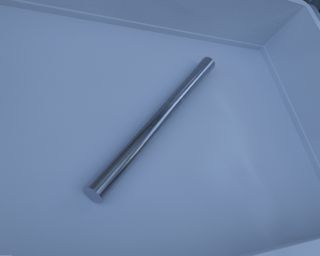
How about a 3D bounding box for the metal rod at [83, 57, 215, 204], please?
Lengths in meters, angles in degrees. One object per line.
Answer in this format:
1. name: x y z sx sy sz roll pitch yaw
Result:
1. metal rod: 0.005 -0.018 0.420 0.025 0.025 0.301 41 51 -1
